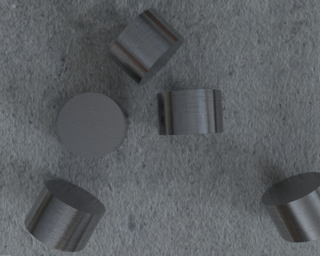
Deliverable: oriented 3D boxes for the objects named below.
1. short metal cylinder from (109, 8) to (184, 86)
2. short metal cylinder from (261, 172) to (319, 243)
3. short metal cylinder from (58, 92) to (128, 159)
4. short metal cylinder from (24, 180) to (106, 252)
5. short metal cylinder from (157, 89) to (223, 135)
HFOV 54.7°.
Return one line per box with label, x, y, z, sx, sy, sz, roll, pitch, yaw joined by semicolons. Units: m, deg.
short metal cylinder;-0.016;-0.098;0.382;0.050;0.080;0.080;44;90;-1
short metal cylinder;0.176;0.096;0.385;0.080;0.080;0.050;-28;90;0
short metal cylinder;-0.083;-0.003;0.396;0.081;0.050;0.079;0;90;-1
short metal cylinder;-0.115;0.106;0.381;0.080;0.080;0.050;29;90;-1
short metal cylinder;0.037;-0.018;0.383;0.081;0.080;0.050;-3;90;-1
